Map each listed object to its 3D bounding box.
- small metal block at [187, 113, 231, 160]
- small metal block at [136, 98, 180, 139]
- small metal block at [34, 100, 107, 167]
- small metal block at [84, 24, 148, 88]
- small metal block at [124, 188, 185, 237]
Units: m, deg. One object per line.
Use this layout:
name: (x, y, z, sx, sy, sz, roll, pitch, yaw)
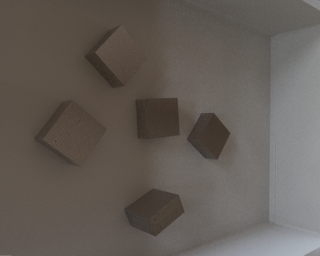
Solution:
small metal block: (0.075, 0.012, 0.469, 0.050, 0.025, 0.050, 46, 63, -30)
small metal block: (-0.003, -0.013, 0.404, 0.050, 0.025, 0.050, -6, 94, -40)
small metal block: (-0.093, 0.006, 0.328, 0.050, 0.025, 0.050, 44, 63, -31)
small metal block: (-0.050, -0.083, 0.364, 0.050, 0.025, 0.050, 49, 61, -29)
small metal block: (-0.007, 0.103, 0.384, 0.050, 0.050, 0.025, -30, 109, -36)
